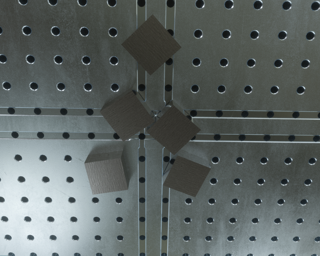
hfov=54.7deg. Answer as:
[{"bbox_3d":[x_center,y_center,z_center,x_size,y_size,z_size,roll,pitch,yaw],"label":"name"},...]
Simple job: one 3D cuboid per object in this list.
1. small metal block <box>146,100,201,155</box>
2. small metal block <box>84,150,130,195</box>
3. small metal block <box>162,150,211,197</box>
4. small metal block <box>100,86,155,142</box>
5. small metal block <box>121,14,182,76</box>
[{"bbox_3d":[0.018,-0.001,0.413,0.050,0.025,0.050,41,105,-14],"label":"small metal block"},{"bbox_3d":[-0.073,0.062,0.435,0.050,0.025,0.050,-9,110,2],"label":"small metal block"},{"bbox_3d":[0.037,0.063,0.437,0.050,0.025,0.050,22,108,-9],"label":"small metal block"},{"bbox_3d":[-0.041,-0.019,0.406,0.050,0.025,0.050,-33,107,11],"label":"small metal block"},{"bbox_3d":[-0.010,-0.101,0.376,0.050,0.025,0.050,-41,106,13],"label":"small metal block"}]
